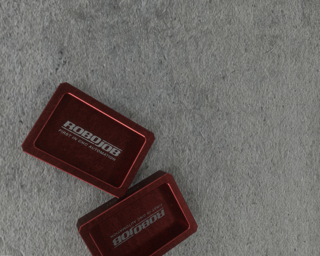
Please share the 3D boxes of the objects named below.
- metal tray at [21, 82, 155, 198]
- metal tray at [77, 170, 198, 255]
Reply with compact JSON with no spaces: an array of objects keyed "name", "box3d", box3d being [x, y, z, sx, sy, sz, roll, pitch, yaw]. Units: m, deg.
[{"name":"metal tray","box3d":[-0.083,0.016,0.375,0.131,0.030,0.090,31,80,-18]},{"name":"metal tray","box3d":[-0.027,0.125,0.396,0.131,0.030,0.090,-29,100,-18]}]
